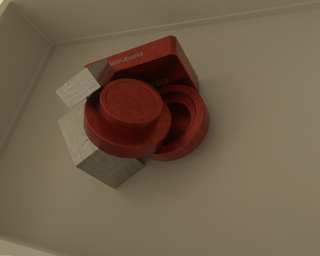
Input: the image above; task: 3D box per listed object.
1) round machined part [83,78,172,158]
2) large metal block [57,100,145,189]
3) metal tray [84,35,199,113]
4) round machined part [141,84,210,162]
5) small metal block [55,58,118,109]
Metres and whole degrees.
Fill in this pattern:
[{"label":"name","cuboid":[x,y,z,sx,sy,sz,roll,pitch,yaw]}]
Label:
[{"label":"round machined part","cuboid":[-0.034,-0.018,0.346,0.099,0.042,0.098,9,48,-10]},{"label":"large metal block","cuboid":[-0.074,0.020,0.394,0.050,0.080,0.080,-38,51,3]},{"label":"metal tray","cuboid":[-0.024,-0.063,0.411,0.130,0.090,0.030,-14,57,20]},{"label":"round machined part","cuboid":[0.015,-0.003,0.387,0.098,0.042,0.098,-13,56,20]},{"label":"small metal block","cuboid":[-0.084,-0.052,0.359,0.050,0.025,0.050,-30,12,24]}]
